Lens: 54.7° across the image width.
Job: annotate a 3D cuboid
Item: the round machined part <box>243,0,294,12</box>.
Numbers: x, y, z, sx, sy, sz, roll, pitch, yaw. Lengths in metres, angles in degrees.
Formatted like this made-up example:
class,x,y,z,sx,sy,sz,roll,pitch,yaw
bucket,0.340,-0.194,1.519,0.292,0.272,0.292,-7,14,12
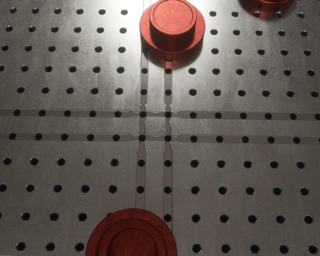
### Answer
class,x,y,z,sx,sy,sz,roll,pitch,yaw
round machined part,0.176,-0.238,0.492,0.099,0.042,0.098,0,70,-1

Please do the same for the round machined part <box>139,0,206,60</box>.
class,x,y,z,sx,sy,sz,roll,pitch,yaw
round machined part,0.019,-0.154,0.459,0.099,0.042,0.098,0,70,-1

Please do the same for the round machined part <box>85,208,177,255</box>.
class,x,y,z,sx,sy,sz,roll,pitch,yaw
round machined part,-0.031,0.143,0.350,0.099,0.042,0.098,0,70,-1
